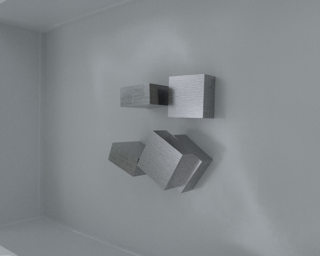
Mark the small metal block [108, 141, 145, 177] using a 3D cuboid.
[{"bbox_3d":[-0.032,0.040,0.415,0.050,0.050,0.025,27,107,36],"label":"small metal block"}]

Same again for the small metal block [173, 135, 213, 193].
[{"bbox_3d":[0.028,0.043,0.382,0.050,0.025,0.050,43,116,31],"label":"small metal block"}]

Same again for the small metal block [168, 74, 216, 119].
[{"bbox_3d":[0.038,-0.037,0.374,0.050,0.025,0.050,3,92,39],"label":"small metal block"}]

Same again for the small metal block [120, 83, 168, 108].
[{"bbox_3d":[-0.016,-0.040,0.401,0.050,0.050,0.025,-2,89,39],"label":"small metal block"}]

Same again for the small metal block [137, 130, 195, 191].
[{"bbox_3d":[0.006,0.037,0.368,0.050,0.025,0.050,38,113,33],"label":"small metal block"}]
